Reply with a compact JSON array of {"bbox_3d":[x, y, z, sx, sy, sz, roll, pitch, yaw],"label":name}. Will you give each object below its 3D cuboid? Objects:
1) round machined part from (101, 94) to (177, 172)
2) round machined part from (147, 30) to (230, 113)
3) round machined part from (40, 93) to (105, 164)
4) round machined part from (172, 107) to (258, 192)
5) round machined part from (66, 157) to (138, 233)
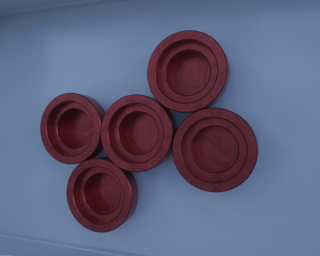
[{"bbox_3d":[-0.024,0.007,0.406,0.098,0.042,0.097,0,90,20],"label":"round machined part"},{"bbox_3d":[0.037,-0.067,0.386,0.098,0.042,0.097,0,90,20],"label":"round machined part"},{"bbox_3d":[-0.116,0.001,0.440,0.098,0.042,0.097,0,90,20],"label":"round machined part"},{"bbox_3d":[0.068,0.025,0.375,0.098,0.042,0.097,0,90,20],"label":"round machined part"},{"bbox_3d":[-0.074,0.088,0.424,0.098,0.042,0.097,0,90,20],"label":"round machined part"}]
